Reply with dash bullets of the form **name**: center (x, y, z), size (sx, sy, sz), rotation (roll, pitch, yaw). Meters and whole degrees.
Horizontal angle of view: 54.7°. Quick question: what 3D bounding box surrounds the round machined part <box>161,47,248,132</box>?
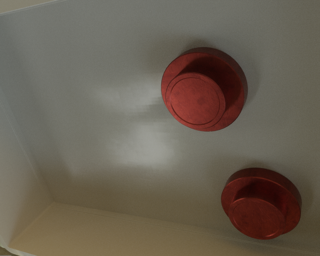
- **round machined part**: center (0.045, -0.038, 0.350), size (0.098, 0.042, 0.097), rotation (13, 124, 21)

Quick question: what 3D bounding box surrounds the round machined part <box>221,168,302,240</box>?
- **round machined part**: center (0.126, 0.103, 0.395), size (0.098, 0.042, 0.097), rotation (13, 124, 21)
